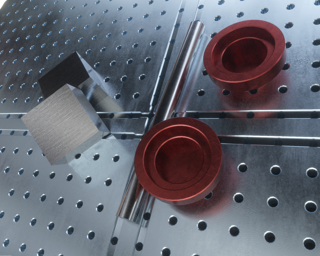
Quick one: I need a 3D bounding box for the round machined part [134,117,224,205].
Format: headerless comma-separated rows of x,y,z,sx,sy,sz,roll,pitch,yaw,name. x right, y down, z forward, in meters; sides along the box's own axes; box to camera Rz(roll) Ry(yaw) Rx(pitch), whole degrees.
0.024,0.040,0.355,0.098,0.042,0.098,-8,61,14,round machined part

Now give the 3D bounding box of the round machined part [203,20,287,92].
0.108,-0.086,0.393,0.098,0.042,0.098,-13,56,21,round machined part

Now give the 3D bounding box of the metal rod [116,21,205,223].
0.008,-0.024,0.418,0.025,0.025,0.300,7,65,31,metal rod

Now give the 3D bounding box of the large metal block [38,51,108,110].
-0.143,-0.067,0.509,0.080,0.050,0.080,-37,51,3,large metal block

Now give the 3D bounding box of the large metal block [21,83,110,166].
-0.132,-0.003,0.442,0.080,0.050,0.080,-36,82,4,large metal block
